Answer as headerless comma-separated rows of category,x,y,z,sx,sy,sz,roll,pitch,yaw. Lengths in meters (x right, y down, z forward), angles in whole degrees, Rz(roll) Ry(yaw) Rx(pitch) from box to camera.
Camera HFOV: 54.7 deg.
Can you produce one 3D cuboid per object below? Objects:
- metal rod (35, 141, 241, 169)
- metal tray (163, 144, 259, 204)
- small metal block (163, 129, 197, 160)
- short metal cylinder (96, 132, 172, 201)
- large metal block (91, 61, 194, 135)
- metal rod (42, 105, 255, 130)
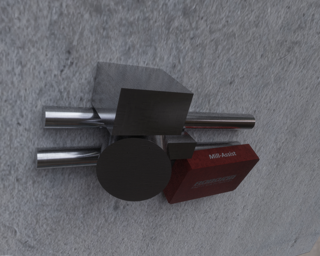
metal rod,-0.009,0.034,0.426,0.303,0.025,0.025,0,119,-29
metal tray,0.077,0.070,0.474,0.131,0.030,0.089,-5,138,-28
small metal block,0.012,0.017,0.411,0.050,0.050,0.025,1,118,-29
short metal cylinder,-0.029,0.036,0.354,0.081,0.050,0.079,-1,114,-2
large metal block,-0.023,-0.033,0.342,0.081,0.080,0.050,1,118,-29
metal rod,0.007,-0.011,0.407,0.303,0.025,0.025,1,118,-29
